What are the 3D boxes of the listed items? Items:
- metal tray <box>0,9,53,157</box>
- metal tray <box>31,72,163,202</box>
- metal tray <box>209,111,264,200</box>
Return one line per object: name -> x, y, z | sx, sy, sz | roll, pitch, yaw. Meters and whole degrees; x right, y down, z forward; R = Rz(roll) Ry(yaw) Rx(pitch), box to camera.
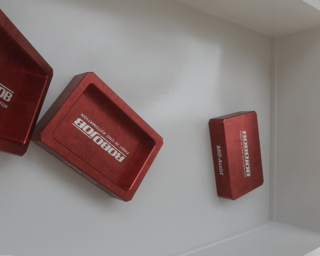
metal tray -> -0.130, -0.031, 0.237 | 0.030, 0.130, 0.090 | 14, 79, 3
metal tray -> -0.063, 0.013, 0.349 | 0.130, 0.030, 0.090 | 44, 63, -31
metal tray -> 0.128, 0.042, 0.510 | 0.091, 0.030, 0.129 | -14, 99, -39
